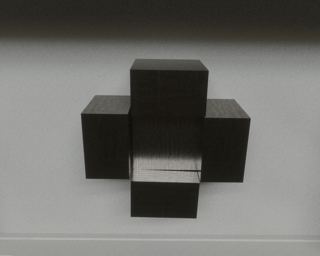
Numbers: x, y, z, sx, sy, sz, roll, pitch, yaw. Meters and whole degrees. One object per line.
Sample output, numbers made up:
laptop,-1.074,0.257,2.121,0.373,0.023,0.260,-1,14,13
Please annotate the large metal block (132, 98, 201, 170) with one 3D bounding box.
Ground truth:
large metal block,0.008,0.006,0.398,0.081,0.050,0.079,1,110,-1

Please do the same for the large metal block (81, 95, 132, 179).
large metal block,-0.060,0.008,0.383,0.050,0.080,0.079,1,110,0

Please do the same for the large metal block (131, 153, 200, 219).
large metal block,0.005,0.072,0.407,0.081,0.080,0.050,2,110,-1

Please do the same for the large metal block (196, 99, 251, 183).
large metal block,0.073,0.013,0.386,0.050,0.080,0.079,1,110,0

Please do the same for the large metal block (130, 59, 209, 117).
large metal block,0.009,-0.050,0.362,0.081,0.080,0.050,1,110,-1
